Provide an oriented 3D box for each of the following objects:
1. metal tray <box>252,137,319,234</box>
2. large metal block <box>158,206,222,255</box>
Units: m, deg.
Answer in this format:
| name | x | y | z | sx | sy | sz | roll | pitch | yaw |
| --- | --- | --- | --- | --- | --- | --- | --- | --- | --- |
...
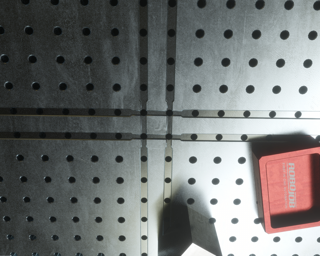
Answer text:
| name | x | y | z | sx | sy | sz | roll | pitch | yaw |
| --- | --- | --- | --- | --- | --- | --- | --- | --- | --- |
| metal tray | 0.186 | 0.084 | 0.443 | 0.090 | 0.030 | 0.129 | -10 | 110 | 3 |
| large metal block | 0.040 | 0.177 | 0.450 | 0.050 | 0.080 | 0.080 | 33 | 107 | -11 |
